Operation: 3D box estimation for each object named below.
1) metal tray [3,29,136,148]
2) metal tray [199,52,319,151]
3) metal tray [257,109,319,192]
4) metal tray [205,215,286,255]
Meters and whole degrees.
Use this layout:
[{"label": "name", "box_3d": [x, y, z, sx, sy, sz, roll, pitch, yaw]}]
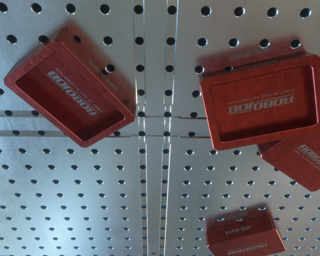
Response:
[{"label": "metal tray", "box_3d": [-0.102, -0.040, 0.372, 0.090, 0.030, 0.130, -29, 125, 21]}, {"label": "metal tray", "box_3d": [0.119, -0.030, 0.364, 0.131, 0.030, 0.089, -12, 108, 9]}, {"label": "metal tray", "box_3d": [0.214, 0.034, 0.441, 0.131, 0.030, 0.090, 32, 123, -25]}, {"label": "metal tray", "box_3d": [0.165, 0.219, 0.598, 0.130, 0.030, 0.090, -21, 128, 16]}]
